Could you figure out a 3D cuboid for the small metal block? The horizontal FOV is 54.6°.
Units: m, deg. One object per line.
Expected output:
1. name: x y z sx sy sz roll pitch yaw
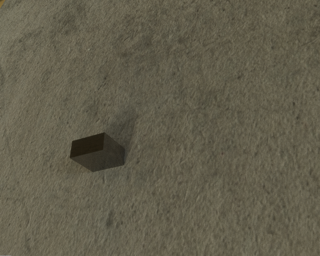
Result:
1. small metal block: -0.082 0.033 0.411 0.050 0.050 0.025 -15 56 20
